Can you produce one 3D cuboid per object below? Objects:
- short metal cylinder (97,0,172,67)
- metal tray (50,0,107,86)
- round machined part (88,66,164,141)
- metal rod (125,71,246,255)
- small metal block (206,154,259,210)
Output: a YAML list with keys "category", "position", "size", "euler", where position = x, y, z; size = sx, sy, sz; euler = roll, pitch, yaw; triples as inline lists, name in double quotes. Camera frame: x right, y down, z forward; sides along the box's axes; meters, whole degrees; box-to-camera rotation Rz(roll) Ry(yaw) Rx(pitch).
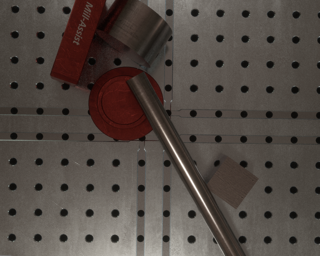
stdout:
- category: "short metal cylinder"
  position: [-0.032, -0.119, 0.385]
  size: [0.080, 0.080, 0.050]
  euler: [33, 90, -1]
- category: "metal tray"
  position: [-0.097, -0.118, 0.377]
  size: [0.030, 0.090, 0.129]
  euler: [19, 90, -19]
- category: "round machined part"
  position: [-0.044, -0.032, 0.404]
  size: [0.099, 0.042, 0.097]
  euler: [0, 89, -1]
- category: "metal rod"
  position: [0.043, 0.068, 0.390]
  size: [0.025, 0.025, 0.299]
  euler: [-29, 100, 0]
- category: "small metal block"
  position: [0.094, 0.071, 0.415]
  size: [0.050, 0.025, 0.050]
  euler: [36, 90, -1]
